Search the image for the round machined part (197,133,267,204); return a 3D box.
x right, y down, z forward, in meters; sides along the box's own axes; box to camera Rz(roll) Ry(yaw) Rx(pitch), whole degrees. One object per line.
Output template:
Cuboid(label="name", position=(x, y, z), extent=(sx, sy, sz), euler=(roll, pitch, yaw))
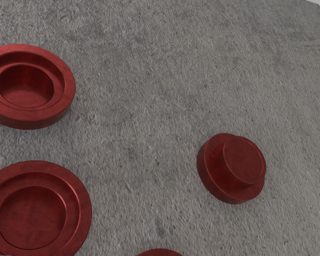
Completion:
Cuboid(label="round machined part", position=(0.103, 0.049, 0.418), extent=(0.099, 0.042, 0.098), euler=(14, 56, -21))

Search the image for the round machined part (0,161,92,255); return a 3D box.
Cuboid(label="round machined part", position=(-0.115, 0.082, 0.280), extent=(0.099, 0.042, 0.098), euler=(14, 56, -21))

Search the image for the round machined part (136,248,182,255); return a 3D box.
Cuboid(label="round machined part", position=(0.004, 0.166, 0.294), extent=(0.099, 0.042, 0.098), euler=(14, 56, -21))

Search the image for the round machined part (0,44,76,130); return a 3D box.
Cuboid(label="round machined part", position=(-0.146, -0.041, 0.339), extent=(0.099, 0.042, 0.098), euler=(14, 56, -21))
